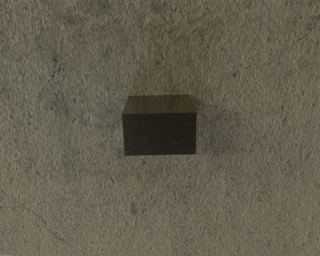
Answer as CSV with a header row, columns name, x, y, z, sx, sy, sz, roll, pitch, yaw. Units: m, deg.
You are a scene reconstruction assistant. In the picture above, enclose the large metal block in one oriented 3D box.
name,x,y,z,sx,sy,sz,roll,pitch,yaw
large metal block,0.000,-0.006,0.380,0.081,0.080,0.050,-1,110,0
